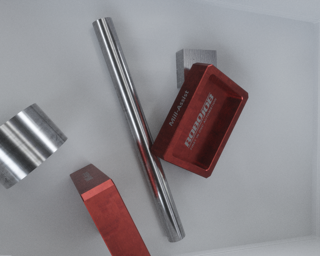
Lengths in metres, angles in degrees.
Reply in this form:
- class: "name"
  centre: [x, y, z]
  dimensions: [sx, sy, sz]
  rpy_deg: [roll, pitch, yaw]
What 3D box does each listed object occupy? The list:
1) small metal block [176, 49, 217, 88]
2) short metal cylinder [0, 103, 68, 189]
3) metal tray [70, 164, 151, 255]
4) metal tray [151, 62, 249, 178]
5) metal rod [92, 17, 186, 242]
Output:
- class: "small metal block"
  centre: [0.051, -0.081, 0.431]
  dimensions: [0.050, 0.025, 0.050]
  rpy_deg: [-3, 91, -21]
- class: "short metal cylinder"
  centre: [-0.147, 0.018, 0.327]
  dimensions: [0.080, 0.080, 0.050]
  rpy_deg: [-42, 104, -15]
- class: "metal tray"
  centre: [-0.059, 0.091, 0.334]
  dimensions: [0.030, 0.130, 0.090]
  rpy_deg: [-28, 100, -18]
- class: "metal tray"
  centre: [0.055, -0.008, 0.407]
  dimensions: [0.090, 0.030, 0.130]
  rpy_deg: [28, 88, -37]
- class: "metal rod"
  centre: [-0.025, 0.008, 0.402]
  dimensions: [0.025, 0.025, 0.298]
  rpy_deg: [-21, 97, -19]
